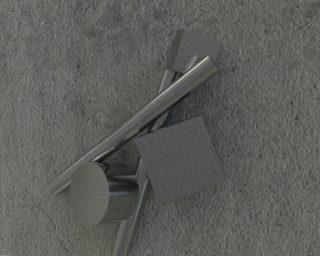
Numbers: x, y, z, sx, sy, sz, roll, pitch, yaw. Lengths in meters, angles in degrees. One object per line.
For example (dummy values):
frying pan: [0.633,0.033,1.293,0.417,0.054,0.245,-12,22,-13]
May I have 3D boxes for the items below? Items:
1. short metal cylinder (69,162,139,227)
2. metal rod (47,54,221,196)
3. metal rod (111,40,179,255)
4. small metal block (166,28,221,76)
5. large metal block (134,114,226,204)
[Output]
short metal cylinder: [-0.075,0.086,0.410,0.080,0.050,0.080,-7,79,39]
metal rod: [-0.049,0.009,0.409,0.299,0.025,0.025,-37,78,23]
metal rod: [-0.014,0.033,0.414,0.025,0.025,0.298,18,96,19]
small metal block: [0.041,-0.089,0.382,0.050,0.025,0.050,14,96,-21]
large metal block: [0.025,0.034,0.372,0.080,0.050,0.080,-20,93,6]
